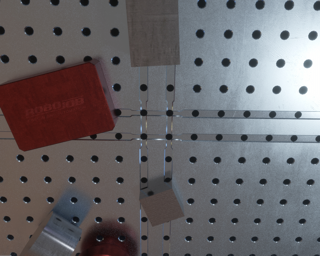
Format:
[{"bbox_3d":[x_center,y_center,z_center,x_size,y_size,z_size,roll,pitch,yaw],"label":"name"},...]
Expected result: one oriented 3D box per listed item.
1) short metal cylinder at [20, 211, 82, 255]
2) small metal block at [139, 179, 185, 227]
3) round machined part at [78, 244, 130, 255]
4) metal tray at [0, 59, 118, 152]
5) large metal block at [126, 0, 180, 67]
[{"bbox_3d":[-0.157,0.168,0.444,0.050,0.080,0.080,37,106,-13],"label":"short metal cylinder"},{"bbox_3d":[0.003,0.110,0.454,0.050,0.025,0.050,-21,109,7],"label":"small metal block"},{"bbox_3d":[-0.086,0.222,0.485,0.099,0.042,0.097,0,110,0],"label":"round machined part"},{"bbox_3d":[-0.130,-0.028,0.399,0.131,0.030,0.089,-14,110,4],"label":"metal tray"},{"bbox_3d":[-0.007,-0.115,0.342,0.050,0.080,0.079,-3,110,1],"label":"large metal block"}]
